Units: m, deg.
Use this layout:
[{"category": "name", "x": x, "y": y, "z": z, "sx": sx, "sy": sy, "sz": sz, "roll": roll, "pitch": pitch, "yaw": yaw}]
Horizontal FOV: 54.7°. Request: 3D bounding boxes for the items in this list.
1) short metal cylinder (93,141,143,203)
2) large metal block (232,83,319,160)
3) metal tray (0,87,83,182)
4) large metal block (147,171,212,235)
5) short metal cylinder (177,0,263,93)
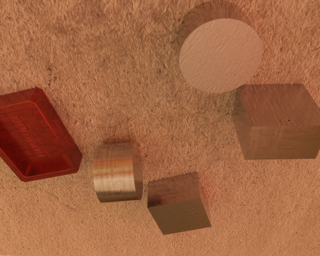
[{"category": "short metal cylinder", "x": -0.054, "y": 0.060, "z": 0.422, "sx": 0.050, "sy": 0.080, "sz": 0.080, "roll": -6, "pitch": 130, "yaw": 4}, {"category": "large metal block", "x": 0.135, "y": -0.009, "z": 0.365, "sx": 0.080, "sy": 0.080, "sz": 0.050, "roll": -1, "pitch": 130, "yaw": 0}, {"category": "metal tray", "x": -0.173, "y": 0.015, "z": 0.414, "sx": 0.090, "sy": 0.030, "sz": 0.129, "roll": -11, "pitch": 130, "yaw": 9}, {"category": "large metal block", "x": 0.032, "y": 0.122, "z": 0.495, "sx": 0.080, "sy": 0.050, "sz": 0.080, "roll": -14, "pitch": 129, "yaw": 11}, {"category": "short metal cylinder", "x": 0.059, "y": -0.083, "z": 0.320, "sx": 0.081, "sy": 0.050, "sz": 0.079, "roll": 0, "pitch": 130, "yaw": 0}]
